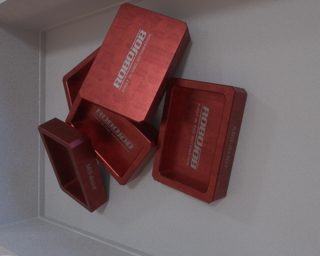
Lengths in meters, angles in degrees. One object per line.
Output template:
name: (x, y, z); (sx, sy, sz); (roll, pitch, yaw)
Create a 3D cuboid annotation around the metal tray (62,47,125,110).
metal tray: (-0.095, -0.064, 0.477); (0.130, 0.030, 0.090); (-26, 74, 36)

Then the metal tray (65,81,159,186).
metal tray: (-0.066, 0.003, 0.426); (0.130, 0.030, 0.089); (45, 124, 14)

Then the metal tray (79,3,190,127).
metal tray: (-0.030, -0.078, 0.379); (0.090, 0.030, 0.130); (24, 86, 14)

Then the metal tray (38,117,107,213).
metal tray: (-0.131, 0.056, 0.468); (0.090, 0.030, 0.129); (22, 133, 37)

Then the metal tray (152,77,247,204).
metal tray: (0.043, 0.011, 0.364); (0.090, 0.030, 0.129); (16, 100, 38)
